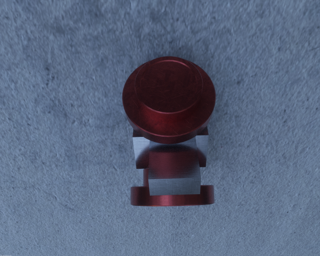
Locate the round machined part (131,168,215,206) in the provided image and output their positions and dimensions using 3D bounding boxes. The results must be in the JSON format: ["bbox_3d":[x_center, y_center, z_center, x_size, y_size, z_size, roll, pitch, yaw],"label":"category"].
[{"bbox_3d":[0.014,0.069,0.370,0.099,0.042,0.098,-1,169,0],"label":"round machined part"}]

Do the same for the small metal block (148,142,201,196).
[{"bbox_3d":[0.014,0.042,0.322,0.050,0.050,0.025,-2,130,1],"label":"small metal block"}]

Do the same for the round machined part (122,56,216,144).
[{"bbox_3d":[0.009,-0.036,0.325,0.099,0.098,0.042,-2,155,1],"label":"round machined part"}]

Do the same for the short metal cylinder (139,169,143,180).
[{"bbox_3d":[0.012,0.041,0.428,0.081,0.050,0.079,0,130,0],"label":"short metal cylinder"}]

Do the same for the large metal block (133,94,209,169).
[{"bbox_3d":[0.012,0.002,0.373,0.081,0.080,0.050,-2,130,1],"label":"large metal block"}]
